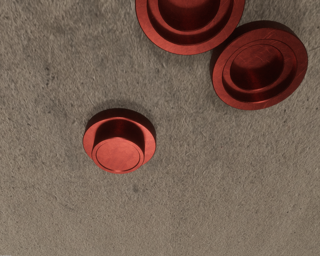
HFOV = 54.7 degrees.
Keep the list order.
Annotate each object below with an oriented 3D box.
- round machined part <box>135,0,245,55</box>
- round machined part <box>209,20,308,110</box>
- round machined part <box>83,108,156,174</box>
[{"bbox_3d":[0.027,-0.122,0.292,0.099,0.042,0.097,-1,130,0],"label":"round machined part"},{"bbox_3d":[0.103,-0.070,0.338,0.099,0.042,0.097,-1,130,0],"label":"round machined part"},{"bbox_3d":[-0.054,0.024,0.416,0.099,0.042,0.097,-1,130,0],"label":"round machined part"}]
